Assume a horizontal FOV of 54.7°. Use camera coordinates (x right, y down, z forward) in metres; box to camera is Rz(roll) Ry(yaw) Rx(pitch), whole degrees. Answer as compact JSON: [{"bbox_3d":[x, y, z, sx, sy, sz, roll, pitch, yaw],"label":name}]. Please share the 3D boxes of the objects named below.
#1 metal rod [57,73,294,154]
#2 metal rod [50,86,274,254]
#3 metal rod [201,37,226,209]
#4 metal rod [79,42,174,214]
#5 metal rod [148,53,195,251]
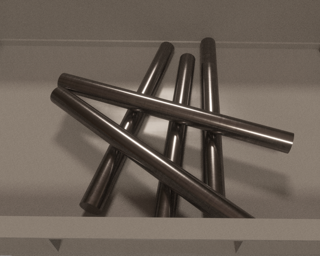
[{"bbox_3d":[0.009,-0.023,0.390,0.301,0.025,0.025,16,52,12],"label":"metal rod"},{"bbox_3d":[-0.017,0.031,0.344,0.300,0.025,0.025,33,57,24],"label":"metal rod"},{"bbox_3d":[0.070,-0.029,0.430,0.025,0.025,0.300,4,50,3],"label":"metal rod"},{"bbox_3d":[-0.031,-0.024,0.424,0.025,0.025,0.300,13,51,10],"label":"metal rod"},{"bbox_3d":[0.022,0.003,0.402,0.025,0.025,0.300,7,50,5],"label":"metal rod"}]
